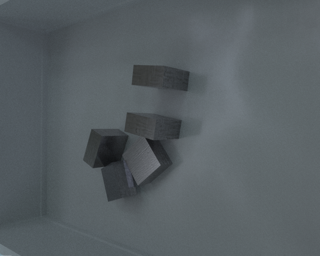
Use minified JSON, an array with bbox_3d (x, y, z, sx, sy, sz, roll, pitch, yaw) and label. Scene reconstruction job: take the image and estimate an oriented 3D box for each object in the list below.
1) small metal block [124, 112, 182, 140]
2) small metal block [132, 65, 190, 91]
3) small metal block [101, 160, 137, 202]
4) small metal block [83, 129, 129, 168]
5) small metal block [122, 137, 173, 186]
[{"bbox_3d":[-0.009,-0.003,0.398,0.050,0.050,0.025,15,100,39],"label":"small metal block"},{"bbox_3d":[0.001,-0.063,0.390,0.050,0.050,0.025,11,97,39],"label":"small metal block"},{"bbox_3d":[-0.060,0.076,0.447,0.050,0.025,0.050,-32,69,56],"label":"small metal block"},{"bbox_3d":[-0.079,0.029,0.456,0.025,0.050,0.050,29,108,36],"label":"small metal block"},{"bbox_3d":[-0.018,0.042,0.422,0.050,0.025,0.050,-45,63,30],"label":"small metal block"}]
